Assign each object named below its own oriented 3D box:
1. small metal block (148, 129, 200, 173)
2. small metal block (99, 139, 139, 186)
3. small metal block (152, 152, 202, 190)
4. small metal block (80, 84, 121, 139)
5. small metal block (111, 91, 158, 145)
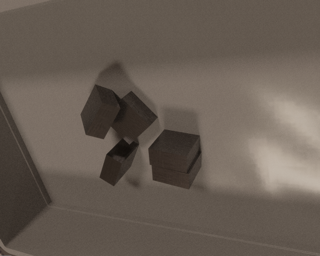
[{"bbox_3d":[0.019,0.028,0.399,0.050,0.050,0.025,10,123,22],"label":"small metal block"},{"bbox_3d":[-0.059,0.048,0.452,0.025,0.050,0.050,30,128,9],"label":"small metal block"},{"bbox_3d":[0.023,0.050,0.410,0.050,0.050,0.025,11,123,22],"label":"small metal block"},{"bbox_3d":[-0.080,-0.022,0.409,0.025,0.050,0.050,17,115,-32],"label":"small metal block"},{"bbox_3d":[-0.040,-0.013,0.420,0.050,0.025,0.050,45,129,-4],"label":"small metal block"}]
